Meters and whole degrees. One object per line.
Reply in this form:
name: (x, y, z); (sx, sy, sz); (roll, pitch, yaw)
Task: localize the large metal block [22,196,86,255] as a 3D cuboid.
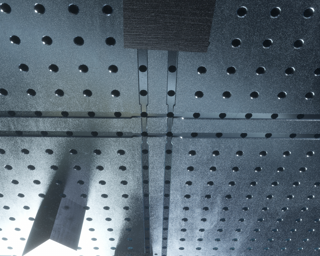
large metal block: (-0.177, 0.175, 0.522); (0.080, 0.080, 0.050); (-36, 122, 26)

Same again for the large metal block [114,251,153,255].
large metal block: (-0.058, 0.305, 0.634); (0.080, 0.080, 0.050); (6, 130, -5)

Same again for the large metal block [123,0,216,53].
large metal block: (0.008, -0.121, 0.292); (0.080, 0.050, 0.080); (2, 130, -2)
